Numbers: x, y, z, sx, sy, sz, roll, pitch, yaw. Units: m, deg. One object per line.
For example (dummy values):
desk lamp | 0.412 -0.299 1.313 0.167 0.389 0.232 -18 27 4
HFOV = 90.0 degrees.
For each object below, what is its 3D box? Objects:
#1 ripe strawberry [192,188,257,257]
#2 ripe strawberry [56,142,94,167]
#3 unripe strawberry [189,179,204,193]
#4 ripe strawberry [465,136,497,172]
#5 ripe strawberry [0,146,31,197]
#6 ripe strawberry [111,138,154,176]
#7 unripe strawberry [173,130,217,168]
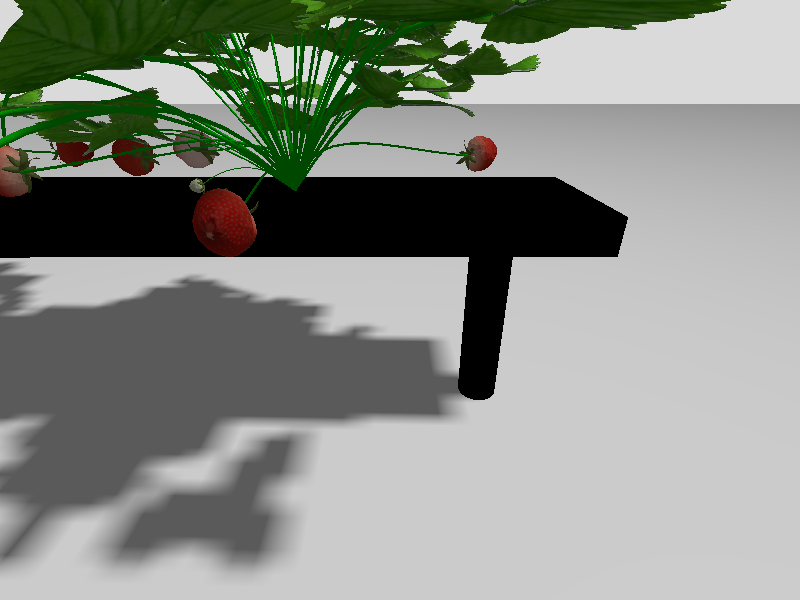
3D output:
ripe strawberry | -0.089 -0.037 0.199 0.029 0.033 0.032 0 28 -1
ripe strawberry | -0.370 -0.169 0.457 0.033 0.032 0.030 -19 33 -34
unripe strawberry | -0.170 -0.095 0.334 0.011 0.011 0.010 -11 28 -2
ripe strawberry | 0.086 -0.153 0.418 0.034 0.036 0.031 -13 30 -24
ripe strawberry | -0.317 -0.102 0.318 0.037 0.039 0.034 -3 28 -5
ripe strawberry | -0.274 -0.146 0.406 0.040 0.039 0.037 11 29 21
unripe strawberry | -0.224 -0.164 0.436 0.039 0.039 0.043 21 34 35
